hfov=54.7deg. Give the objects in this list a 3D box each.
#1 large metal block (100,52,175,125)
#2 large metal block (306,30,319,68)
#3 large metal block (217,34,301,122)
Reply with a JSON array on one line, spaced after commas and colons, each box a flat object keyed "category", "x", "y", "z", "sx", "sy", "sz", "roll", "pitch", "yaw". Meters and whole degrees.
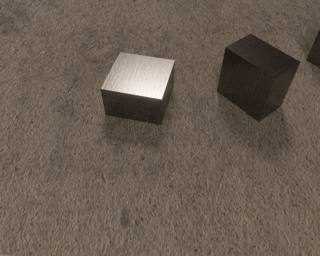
[{"category": "large metal block", "x": -0.028, "y": -0.057, "z": 0.434, "sx": 0.080, "sy": 0.050, "sz": 0.080, "roll": 11, "pitch": 51, "yaw": 8}, {"category": "large metal block", "x": 0.292, "y": -0.143, "z": 0.491, "sx": 0.081, "sy": 0.080, "sz": 0.050, "roll": -30, "pitch": 57, "yaw": -23}, {"category": "large metal block", "x": 0.131, "y": -0.069, "z": 0.427, "sx": 0.050, "sy": 0.080, "sz": 0.080, "roll": -32, "pitch": 57, "yaw": -24}]
